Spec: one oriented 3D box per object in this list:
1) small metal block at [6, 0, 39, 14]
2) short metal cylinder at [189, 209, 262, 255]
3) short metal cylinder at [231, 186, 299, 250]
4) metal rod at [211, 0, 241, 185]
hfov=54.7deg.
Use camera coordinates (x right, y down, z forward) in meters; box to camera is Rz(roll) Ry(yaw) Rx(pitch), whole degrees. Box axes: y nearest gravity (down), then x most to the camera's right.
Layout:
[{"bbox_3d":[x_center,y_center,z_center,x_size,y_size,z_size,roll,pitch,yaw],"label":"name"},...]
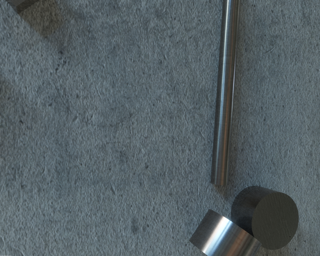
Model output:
[{"bbox_3d":[-0.159,-0.168,0.350,0.050,0.025,0.050,-43,104,-15],"label":"small metal block"},{"bbox_3d":[0.086,0.152,0.412,0.080,0.080,0.050,39,78,-16],"label":"short metal cylinder"},{"bbox_3d":[0.152,0.129,0.452,0.081,0.050,0.079,0,90,-20],"label":"short metal cylinder"},{"bbox_3d":[0.095,-0.070,0.443,0.025,0.025,0.298,5,88,-20],"label":"metal rod"}]
